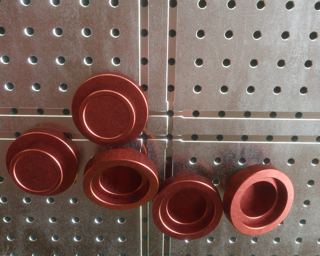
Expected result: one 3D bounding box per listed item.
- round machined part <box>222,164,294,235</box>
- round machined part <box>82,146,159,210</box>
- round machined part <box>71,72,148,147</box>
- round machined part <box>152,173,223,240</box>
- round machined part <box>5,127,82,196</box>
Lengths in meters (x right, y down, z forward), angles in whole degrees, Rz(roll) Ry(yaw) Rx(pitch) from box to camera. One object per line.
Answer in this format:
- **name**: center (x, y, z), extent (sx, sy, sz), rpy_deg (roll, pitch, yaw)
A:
- **round machined part**: center (0.131, 0.095, 0.431), extent (0.099, 0.042, 0.097), rpy_deg (-5, 107, -16)
- **round machined part**: center (-0.052, 0.063, 0.417), extent (0.099, 0.042, 0.097), rpy_deg (-2, 128, -2)
- **round machined part**: center (-0.064, -0.020, 0.396), extent (0.099, 0.042, 0.097), rpy_deg (0, 110, 0)
- **round machined part**: center (0.038, 0.107, 0.444), extent (0.099, 0.042, 0.097), rpy_deg (0, 110, 0)
- **round machined part**: center (-0.161, 0.052, 0.422), extent (0.099, 0.042, 0.097), rpy_deg (0, 110, 0)
